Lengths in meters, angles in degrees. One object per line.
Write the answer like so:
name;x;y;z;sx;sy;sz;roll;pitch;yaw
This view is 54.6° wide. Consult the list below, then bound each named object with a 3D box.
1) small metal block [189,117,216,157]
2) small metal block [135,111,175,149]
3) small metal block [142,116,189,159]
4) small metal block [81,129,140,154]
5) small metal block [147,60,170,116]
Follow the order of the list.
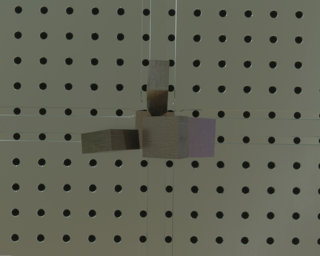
small metal block;0.044;0.012;0.403;0.050;0.025;0.050;3;90;-31
small metal block;-0.007;0.003;0.414;0.050;0.025;0.050;2;90;0
small metal block;0.006;0.011;0.377;0.050;0.025;0.050;0;90;33
small metal block;-0.062;0.017;0.390;0.050;0.050;0.025;-9;84;35
small metal block;-0.002;-0.049;0.391;0.025;0.050;0.050;3;54;1
